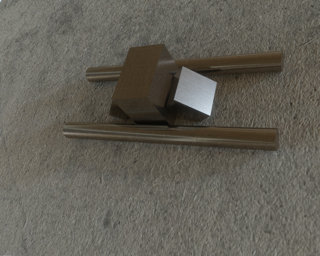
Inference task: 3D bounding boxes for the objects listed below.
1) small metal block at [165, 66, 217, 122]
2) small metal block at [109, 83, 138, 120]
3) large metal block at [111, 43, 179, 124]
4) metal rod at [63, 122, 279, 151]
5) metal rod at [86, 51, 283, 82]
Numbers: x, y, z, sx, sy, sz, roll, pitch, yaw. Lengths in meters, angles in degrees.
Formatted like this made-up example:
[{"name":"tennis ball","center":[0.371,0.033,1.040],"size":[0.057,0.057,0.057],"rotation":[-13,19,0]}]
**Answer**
[{"name":"small metal block","center":[0.040,-0.042,0.391],"size":[0.025,0.050,0.050],"rotation":[-39,32,60]},{"name":"small metal block","center":[-0.051,-0.046,0.441],"size":[0.025,0.050,0.050],"rotation":[18,66,-7]},{"name":"large metal block","center":[-0.010,-0.051,0.408],"size":[0.050,0.080,0.080],"rotation":[1,62,28]},{"name":"metal rod","center":[-0.007,0.008,0.403],"size":[0.300,0.025,0.025],"rotation":[2,63,28]},{"name":"metal rod","center":[0.017,-0.085,0.447],"size":[0.300,0.025,0.025],"rotation":[2,63,28]}]
